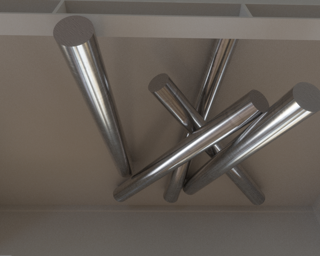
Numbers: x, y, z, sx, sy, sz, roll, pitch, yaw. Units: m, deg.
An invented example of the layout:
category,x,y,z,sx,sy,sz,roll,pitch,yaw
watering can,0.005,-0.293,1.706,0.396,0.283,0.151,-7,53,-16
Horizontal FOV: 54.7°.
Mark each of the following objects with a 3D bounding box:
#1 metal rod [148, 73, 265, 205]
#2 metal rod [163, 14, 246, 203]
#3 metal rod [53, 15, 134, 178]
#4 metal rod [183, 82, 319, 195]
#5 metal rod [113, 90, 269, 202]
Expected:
category,x,y,z,sx,sy,sz,roll,pitch,yaw
metal rod,0.080,0.034,0.414,0.025,0.025,0.300,-27,133,21
metal rod,0.046,0.000,0.409,0.025,0.025,0.298,8,130,-8
metal rod,-0.052,0.001,0.328,0.025,0.025,0.299,-1,156,0
metal rod,0.078,0.036,0.359,0.025,0.025,0.299,9,155,-9
metal rod,0.013,0.042,0.393,0.025,0.025,0.299,26,141,-21
